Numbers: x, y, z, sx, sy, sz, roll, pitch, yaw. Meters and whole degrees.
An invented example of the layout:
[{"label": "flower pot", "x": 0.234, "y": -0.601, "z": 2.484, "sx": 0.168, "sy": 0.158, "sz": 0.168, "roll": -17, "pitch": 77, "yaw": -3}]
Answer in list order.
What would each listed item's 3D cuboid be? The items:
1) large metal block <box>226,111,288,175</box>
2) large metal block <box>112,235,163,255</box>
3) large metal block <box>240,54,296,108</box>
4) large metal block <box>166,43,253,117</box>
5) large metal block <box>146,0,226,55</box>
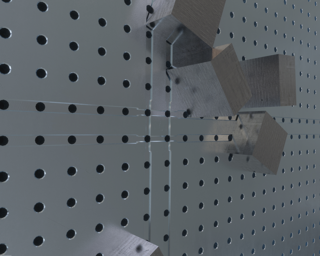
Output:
[{"label": "large metal block", "x": 0.168, "y": 0.026, "z": 0.532, "sx": 0.080, "sy": 0.050, "sz": 0.080, "roll": 35, "pitch": 68, "yaw": -34}, {"label": "large metal block", "x": -0.029, "y": 0.191, "z": 0.368, "sx": 0.080, "sy": 0.050, "sz": 0.080, "roll": -37, "pitch": 113, "yaw": -34}, {"label": "large metal block", "x": 0.176, "y": -0.075, "z": 0.519, "sx": 0.050, "sy": 0.080, "sz": 0.080, "roll": -6, "pitch": 94, "yaw": -40}, {"label": "large metal block", "x": 0.068, "y": -0.062, "z": 0.429, "sx": 0.050, "sy": 0.080, "sz": 0.080, "roll": -43, "pitch": 116, "yaw": -31}, {"label": "large metal block", "x": 0.037, "y": -0.159, "z": 0.423, "sx": 0.080, "sy": 0.050, "sz": 0.080, "roll": 27, "pitch": 73, "yaw": -37}]
